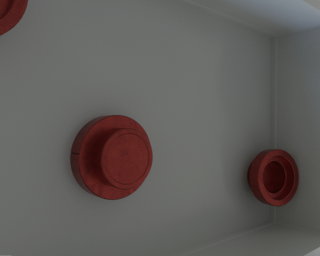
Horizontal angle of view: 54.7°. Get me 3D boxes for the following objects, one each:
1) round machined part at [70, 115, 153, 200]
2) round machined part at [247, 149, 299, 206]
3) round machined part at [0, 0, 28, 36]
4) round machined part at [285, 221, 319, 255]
[{"bbox_3d":[-0.048,0.034,0.356,0.099,0.042,0.097,0,90,-40],"label":"round machined part"},{"bbox_3d":[0.195,0.086,0.550,0.099,0.042,0.097,2,86,-27],"label":"round machined part"},{"bbox_3d":[-0.166,-0.119,0.254,0.099,0.042,0.097,-2,92,-43],"label":"round machined part"},{"bbox_3d":[0.310,0.250,0.659,0.099,0.042,0.097,0,90,-40],"label":"round machined part"}]
